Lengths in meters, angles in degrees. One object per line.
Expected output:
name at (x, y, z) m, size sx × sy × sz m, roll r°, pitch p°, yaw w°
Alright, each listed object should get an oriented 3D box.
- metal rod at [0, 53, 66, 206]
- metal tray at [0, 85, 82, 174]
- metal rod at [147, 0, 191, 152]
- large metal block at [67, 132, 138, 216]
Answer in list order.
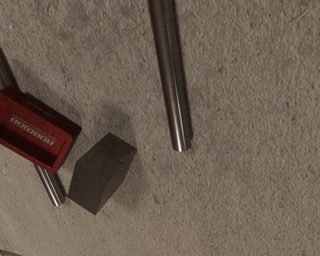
metal rod at (-0.226, 0.010, 0.529) m, size 0.025 × 0.025 × 0.298 m, roll 0°, pitch 119°, yaw 28°
metal tray at (-0.201, 0.005, 0.487) m, size 0.130 × 0.030 × 0.089 m, roll 32°, pitch 120°, yaw -5°
metal rod at (0.004, -0.106, 0.337) m, size 0.025 × 0.025 × 0.298 m, roll 4°, pitch 120°, yaw 26°
large metal block at (-0.084, 0.066, 0.455) m, size 0.050 × 0.080 × 0.079 m, roll 31°, pitch 128°, yaw 8°
